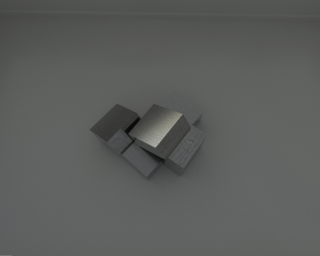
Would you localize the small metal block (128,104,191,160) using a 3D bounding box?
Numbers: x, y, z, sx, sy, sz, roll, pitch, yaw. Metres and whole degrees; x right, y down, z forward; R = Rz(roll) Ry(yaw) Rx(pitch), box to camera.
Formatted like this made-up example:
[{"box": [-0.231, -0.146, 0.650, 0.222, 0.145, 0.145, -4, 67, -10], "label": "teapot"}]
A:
[{"box": [-0.001, 0.003, 0.367, 0.050, 0.025, 0.050, 24, 68, 44], "label": "small metal block"}]

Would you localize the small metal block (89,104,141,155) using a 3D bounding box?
[{"box": [-0.054, 0.000, 0.394, 0.050, 0.025, 0.050, -46, 38, -15], "label": "small metal block"}]

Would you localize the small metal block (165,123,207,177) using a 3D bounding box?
[{"box": [0.031, 0.028, 0.384, 0.025, 0.050, 0.050, 34, 73, 11], "label": "small metal block"}]

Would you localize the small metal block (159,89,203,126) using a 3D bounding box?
[{"box": [0.021, -0.014, 0.413, 0.050, 0.025, 0.050, 40, 75, 13], "label": "small metal block"}]

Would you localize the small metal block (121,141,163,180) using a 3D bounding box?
[{"box": [-0.018, 0.030, 0.397, 0.050, 0.025, 0.050, 40, 75, 13], "label": "small metal block"}]
